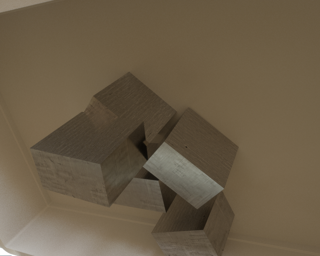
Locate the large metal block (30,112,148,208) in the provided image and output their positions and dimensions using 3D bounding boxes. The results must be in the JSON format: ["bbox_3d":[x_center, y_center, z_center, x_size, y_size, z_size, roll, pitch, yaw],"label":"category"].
[{"bbox_3d":[-0.068,0.028,0.321,0.080,0.080,0.050,9,122,23],"label":"large metal block"}]

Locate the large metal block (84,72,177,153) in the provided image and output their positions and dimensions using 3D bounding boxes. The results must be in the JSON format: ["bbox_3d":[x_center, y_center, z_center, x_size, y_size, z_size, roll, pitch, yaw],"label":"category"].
[{"bbox_3d":[-0.038,-0.013,0.383,0.080,0.080,0.050,40,129,0],"label":"large metal block"}]

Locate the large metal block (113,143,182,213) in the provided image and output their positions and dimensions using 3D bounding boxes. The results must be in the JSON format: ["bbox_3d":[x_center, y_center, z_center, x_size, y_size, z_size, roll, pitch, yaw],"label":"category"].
[{"bbox_3d":[-0.017,0.062,0.419,0.080,0.080,0.050,2,120,26],"label":"large metal block"}]

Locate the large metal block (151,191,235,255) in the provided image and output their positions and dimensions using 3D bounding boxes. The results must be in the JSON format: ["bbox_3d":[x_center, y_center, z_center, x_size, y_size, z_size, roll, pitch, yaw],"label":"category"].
[{"bbox_3d":[0.048,0.133,0.429,0.080,0.080,0.050,-17,110,34],"label":"large metal block"}]

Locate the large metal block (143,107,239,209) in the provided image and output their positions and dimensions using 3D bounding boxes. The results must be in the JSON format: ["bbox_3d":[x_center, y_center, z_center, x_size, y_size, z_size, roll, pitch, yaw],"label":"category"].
[{"bbox_3d":[0.039,0.034,0.371,0.080,0.080,0.050,38,129,-1],"label":"large metal block"}]
